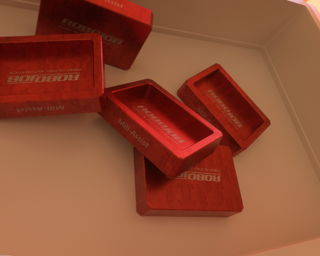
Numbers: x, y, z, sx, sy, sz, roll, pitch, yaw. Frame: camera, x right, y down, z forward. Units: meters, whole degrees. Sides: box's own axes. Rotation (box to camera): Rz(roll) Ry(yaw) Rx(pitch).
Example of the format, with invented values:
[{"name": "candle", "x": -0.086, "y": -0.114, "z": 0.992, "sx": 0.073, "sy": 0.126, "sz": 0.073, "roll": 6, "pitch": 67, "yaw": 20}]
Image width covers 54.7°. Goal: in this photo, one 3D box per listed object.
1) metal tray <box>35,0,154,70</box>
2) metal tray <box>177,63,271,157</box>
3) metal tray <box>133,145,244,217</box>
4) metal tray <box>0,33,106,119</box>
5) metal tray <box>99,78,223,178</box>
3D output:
[{"name": "metal tray", "x": -0.085, "y": -0.132, "z": 0.399, "sx": 0.131, "sy": 0.090, "sz": 0.030, "roll": 16, "pitch": 56, "yaw": -20}, {"name": "metal tray", "x": 0.100, "y": -0.031, "z": 0.476, "sx": 0.091, "sy": 0.030, "sz": 0.130, "roll": -34, "pitch": 81, "yaw": -38}, {"name": "metal tray", "x": 0.035, "y": 0.062, "z": 0.385, "sx": 0.131, "sy": 0.030, "sz": 0.090, "roll": 8, "pitch": 58, "yaw": -24}, {"name": "metal tray", "x": -0.128, "y": -0.059, "z": 0.340, "sx": 0.131, "sy": 0.030, "sz": 0.090, "roll": -4, "pitch": 62, "yaw": -6}, {"name": "metal tray", "x": -0.001, "y": -0.007, "z": 0.371, "sx": 0.130, "sy": 0.030, "sz": 0.091, "roll": 40, "pitch": 38, "yaw": 23}]
